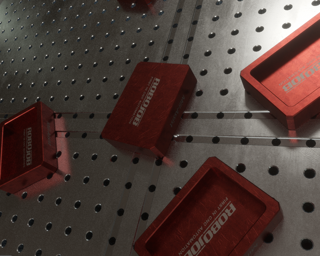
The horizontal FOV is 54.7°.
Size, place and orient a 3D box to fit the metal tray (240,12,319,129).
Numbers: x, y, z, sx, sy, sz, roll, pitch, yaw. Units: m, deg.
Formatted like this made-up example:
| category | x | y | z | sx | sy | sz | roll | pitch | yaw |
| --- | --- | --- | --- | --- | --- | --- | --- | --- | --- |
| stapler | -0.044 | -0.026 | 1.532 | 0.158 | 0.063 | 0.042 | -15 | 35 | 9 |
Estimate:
| category | x | y | z | sx | sy | sz | roll | pitch | yaw |
| --- | --- | --- | --- | --- | --- | --- | --- | --- | --- |
| metal tray | 0.172 | -0.070 | 0.357 | 0.130 | 0.030 | 0.090 | -37 | 51 | 3 |

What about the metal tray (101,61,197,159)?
| category | x | y | z | sx | sy | sz | roll | pitch | yaw |
| --- | --- | --- | --- | --- | --- | --- | --- | --- | --- |
| metal tray | -0.014 | -0.030 | 0.430 | 0.090 | 0.030 | 0.130 | 12 | 67 | 32 |

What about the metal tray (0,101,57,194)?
| category | x | y | z | sx | sy | sz | roll | pitch | yaw |
| --- | --- | --- | --- | --- | --- | --- | --- | --- | --- |
| metal tray | -0.215 | 0.028 | 0.497 | 0.090 | 0.030 | 0.130 | -27 | 53 | 11 |

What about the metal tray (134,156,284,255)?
| category | x | y | z | sx | sy | sz | roll | pitch | yaw |
| --- | --- | --- | --- | --- | --- | --- | --- | --- | --- |
| metal tray | 0.047 | 0.104 | 0.315 | 0.130 | 0.030 | 0.090 | -48 | 52 | -6 |

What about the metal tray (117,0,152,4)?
| category | x | y | z | sx | sy | sz | roll | pitch | yaw |
| --- | --- | --- | --- | --- | --- | --- | --- | --- | --- |
| metal tray | -0.026 | -0.302 | 0.602 | 0.090 | 0.030 | 0.130 | 22 | 73 | 35 |
